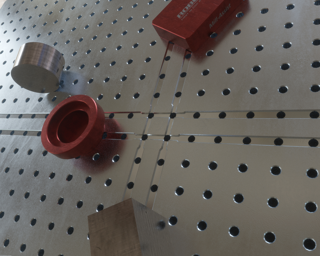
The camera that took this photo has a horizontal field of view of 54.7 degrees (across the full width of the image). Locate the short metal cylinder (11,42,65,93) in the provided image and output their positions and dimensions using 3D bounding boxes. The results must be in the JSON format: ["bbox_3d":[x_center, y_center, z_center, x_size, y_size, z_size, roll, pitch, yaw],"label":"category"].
[{"bbox_3d":[-0.215,-0.106,0.551,0.080,0.080,0.050,-11,57,22],"label":"short metal cylinder"}]

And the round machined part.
[{"bbox_3d":[-0.123,0.002,0.461,0.098,0.042,0.098,-13,56,21],"label":"round machined part"}]

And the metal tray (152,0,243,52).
[{"bbox_3d":[0.061,-0.189,0.489,0.130,0.030,0.090,-48,51,-6],"label":"metal tray"}]

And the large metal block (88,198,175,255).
[{"bbox_3d":[-0.024,0.126,0.308,0.050,0.080,0.080,-25,53,13],"label":"large metal block"}]
